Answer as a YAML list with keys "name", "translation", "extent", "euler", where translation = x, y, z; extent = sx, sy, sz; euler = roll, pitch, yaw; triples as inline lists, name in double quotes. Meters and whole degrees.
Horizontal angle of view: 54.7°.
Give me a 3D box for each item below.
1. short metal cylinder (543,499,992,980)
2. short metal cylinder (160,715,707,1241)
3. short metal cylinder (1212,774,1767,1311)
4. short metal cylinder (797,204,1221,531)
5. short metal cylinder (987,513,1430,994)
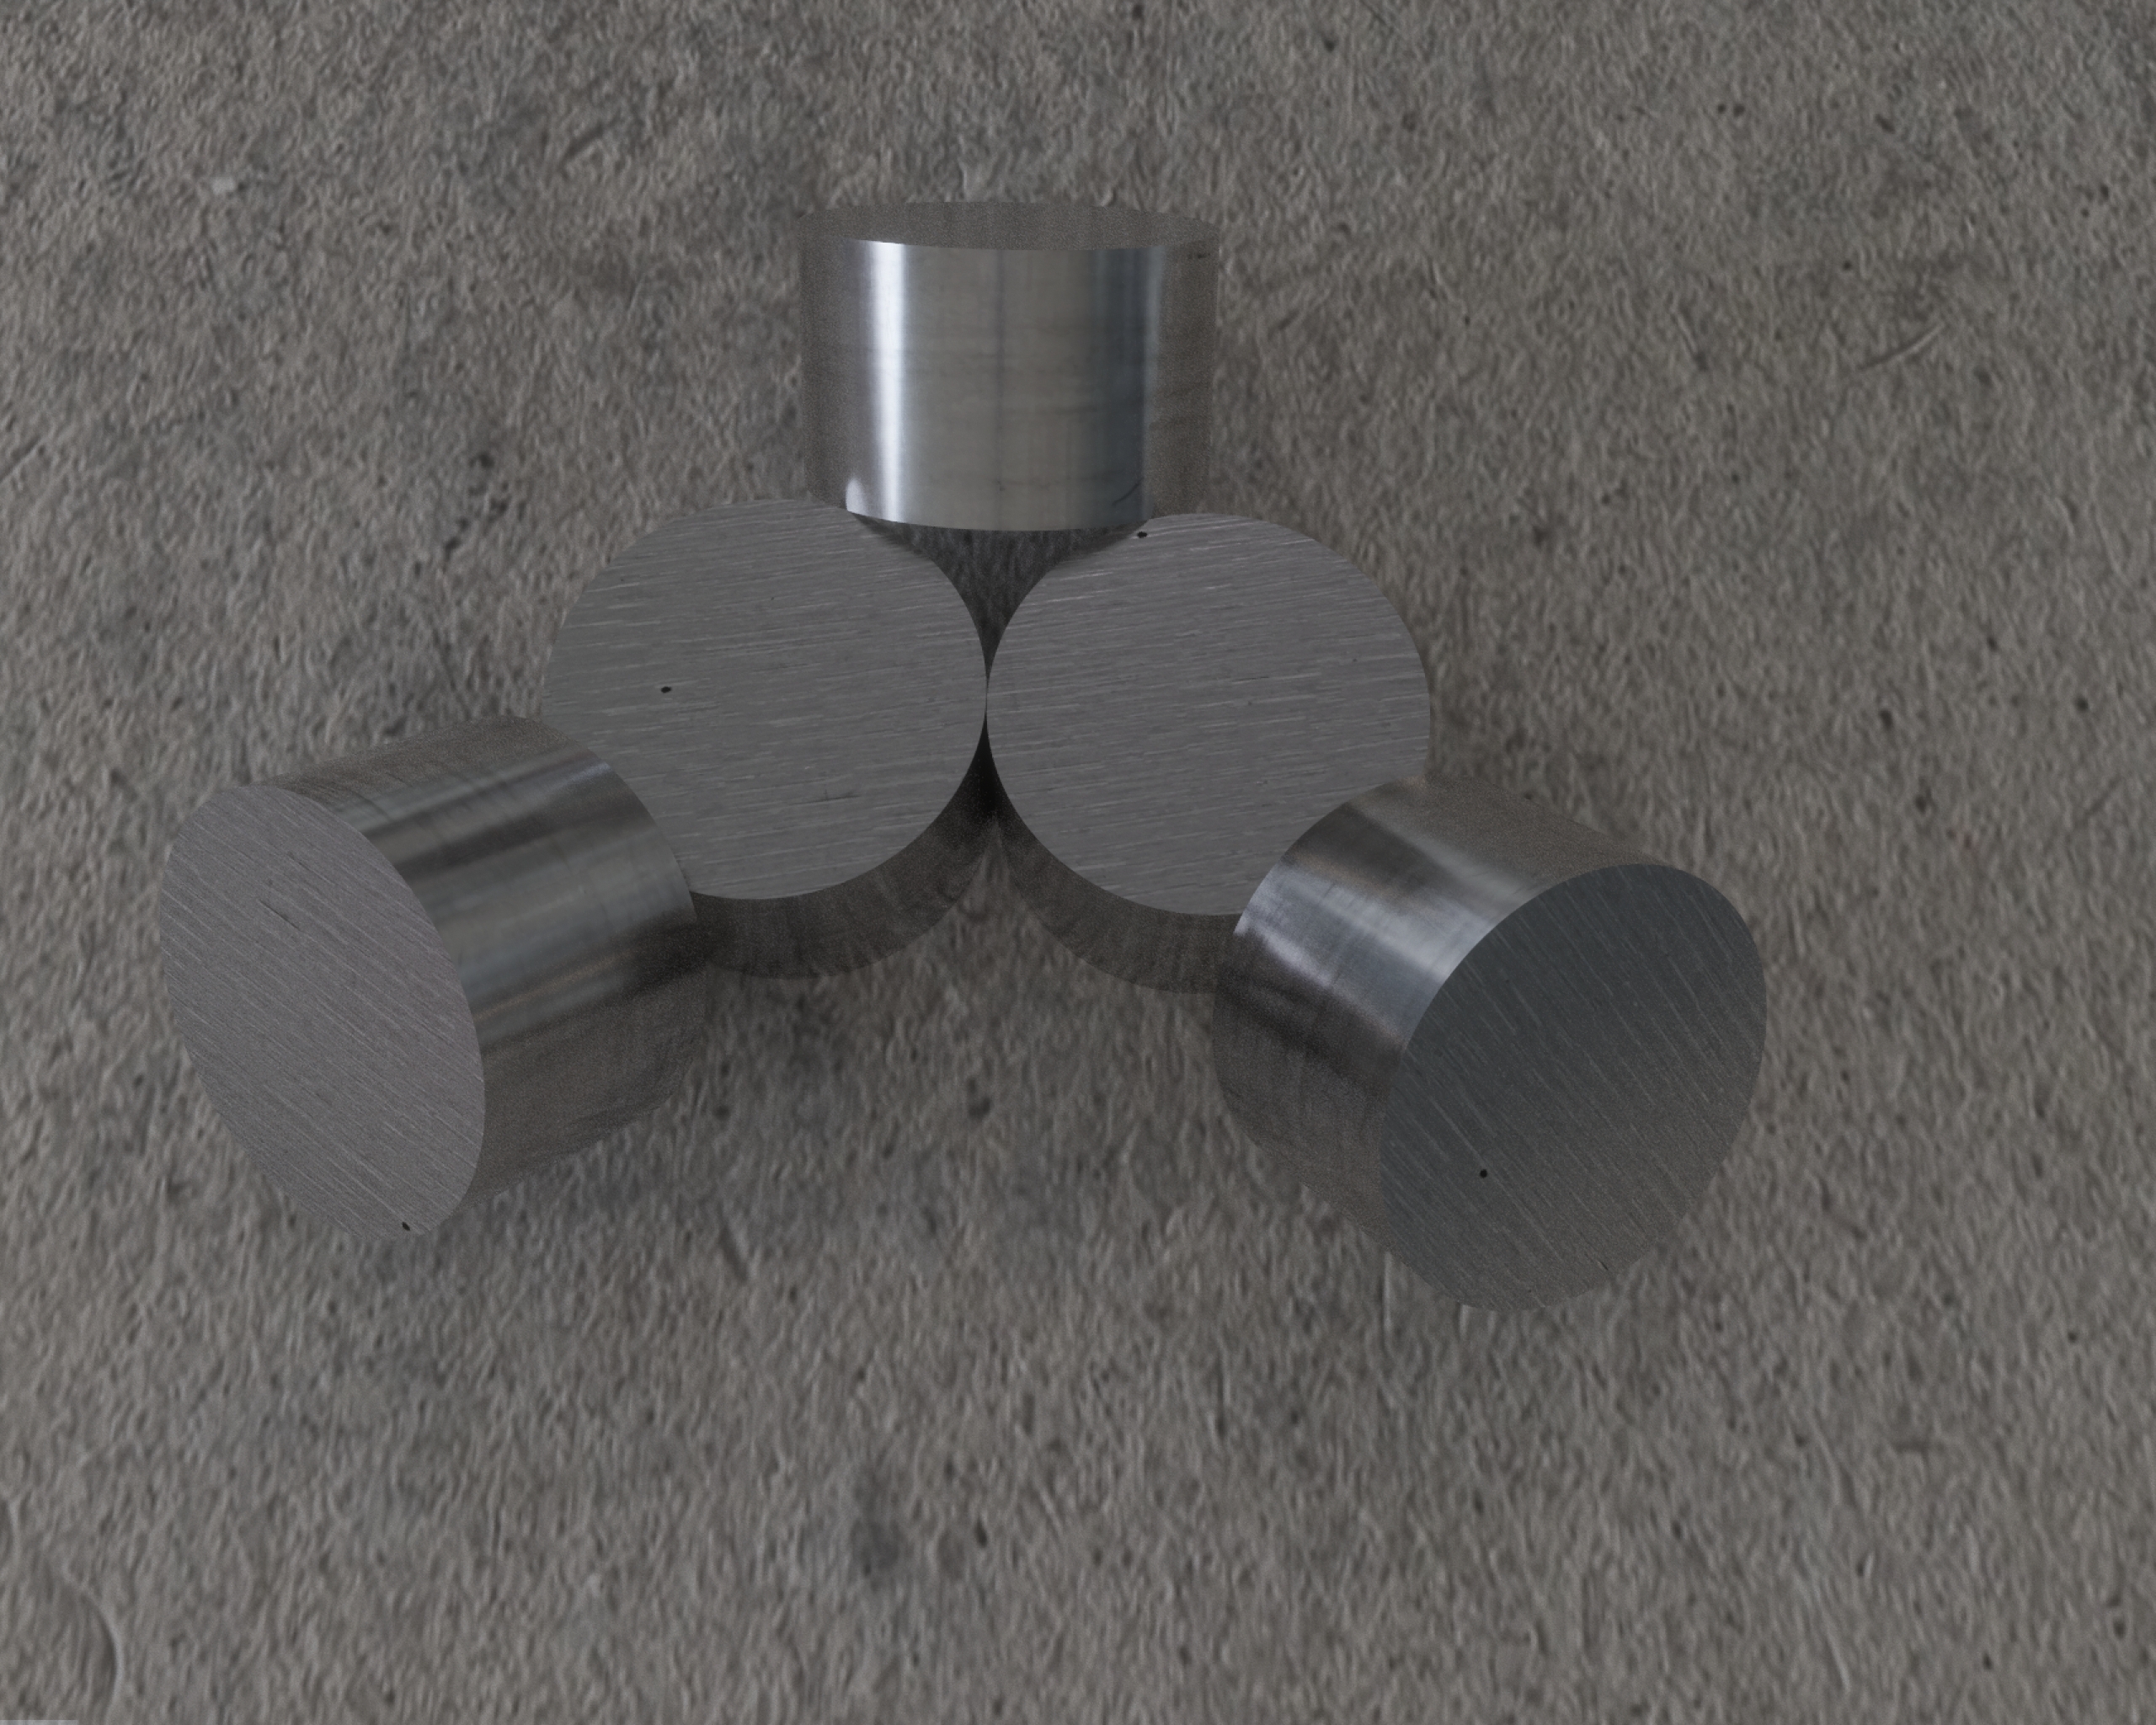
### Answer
- name: "short metal cylinder"
  translation: [-0.057, -0.023, 0.403]
  extent: [0.081, 0.050, 0.080]
  euler: [0, 70, 0]
- name: "short metal cylinder"
  translation: [-0.112, 0.019, 0.364]
  extent: [0.080, 0.080, 0.050]
  euler: [44, 35, 14]
- name: "short metal cylinder"
  translation: [0.071, 0.030, 0.361]
  extent: [0.080, 0.080, 0.050]
  euler: [-37, 33, -12]
- name: "short metal cylinder"
  translation: [-0.014, -0.099, 0.408]
  extent: [0.080, 0.080, 0.050]
  euler: [2, 113, 0]
- name: "short metal cylinder"
  translation: [0.024, -0.020, 0.402]
  extent: [0.081, 0.050, 0.080]
  euler: [0, 70, 0]
